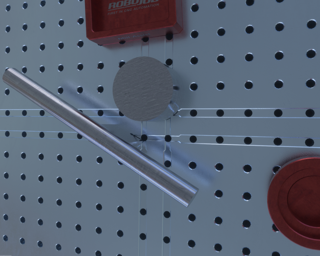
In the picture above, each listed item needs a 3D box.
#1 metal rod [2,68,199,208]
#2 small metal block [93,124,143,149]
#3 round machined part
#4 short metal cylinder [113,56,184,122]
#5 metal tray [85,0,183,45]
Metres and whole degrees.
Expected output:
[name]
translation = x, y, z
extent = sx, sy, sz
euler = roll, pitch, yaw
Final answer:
[metal rod]
translation = -0.086, 0.003, 0.388
extent = 0.300, 0.025, 0.025
euler = 32, 100, 17
[small metal block]
translation = -0.059, 0.017, 0.419
extent = 0.050, 0.050, 0.025
euler = 29, 100, 17
[round machined part]
translation = 0.171, 0.079, 0.343
extent = 0.098, 0.042, 0.097
euler = 0, 90, 19
[short metal cylinder]
translation = -0.014, -0.048, 0.403
extent = 0.080, 0.050, 0.079
euler = 0, 90, 19
[metal tray]
translation = -0.038, -0.169, 0.422
extent = 0.130, 0.030, 0.089
euler = -3, 89, 19
